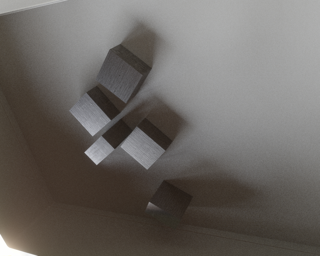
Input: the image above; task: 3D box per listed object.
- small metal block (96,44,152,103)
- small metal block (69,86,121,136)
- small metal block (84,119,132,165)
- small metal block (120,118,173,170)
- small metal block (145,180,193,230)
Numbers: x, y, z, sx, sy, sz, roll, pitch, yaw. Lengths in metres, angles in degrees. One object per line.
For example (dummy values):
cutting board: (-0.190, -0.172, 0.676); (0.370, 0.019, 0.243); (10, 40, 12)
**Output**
small metal block: (-0.046, -0.068, 0.391); (0.050, 0.025, 0.050); (38, 129, 2)
small metal block: (-0.093, -0.024, 0.443); (0.050, 0.025, 0.050); (49, 129, -7)
small metal block: (-0.073, 0.020, 0.443); (0.025, 0.050, 0.050); (47, 129, -5)
small metal block: (-0.019, 0.022, 0.433); (0.050, 0.025, 0.050); (41, 129, 0)
small metal block: (0.014, 0.112, 0.455); (0.050, 0.050, 0.025); (28, 128, 10)
